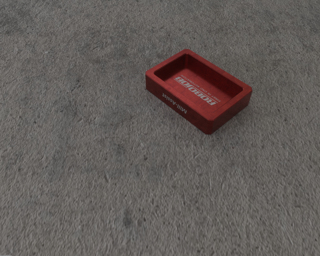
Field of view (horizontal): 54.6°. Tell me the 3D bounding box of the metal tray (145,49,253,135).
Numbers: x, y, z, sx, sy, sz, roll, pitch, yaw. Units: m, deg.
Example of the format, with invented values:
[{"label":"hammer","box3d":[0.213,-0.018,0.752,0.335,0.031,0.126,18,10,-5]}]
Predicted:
[{"label":"metal tray","box3d":[0.053,-0.058,0.448,0.090,0.030,0.130,-35,59,-26]}]
